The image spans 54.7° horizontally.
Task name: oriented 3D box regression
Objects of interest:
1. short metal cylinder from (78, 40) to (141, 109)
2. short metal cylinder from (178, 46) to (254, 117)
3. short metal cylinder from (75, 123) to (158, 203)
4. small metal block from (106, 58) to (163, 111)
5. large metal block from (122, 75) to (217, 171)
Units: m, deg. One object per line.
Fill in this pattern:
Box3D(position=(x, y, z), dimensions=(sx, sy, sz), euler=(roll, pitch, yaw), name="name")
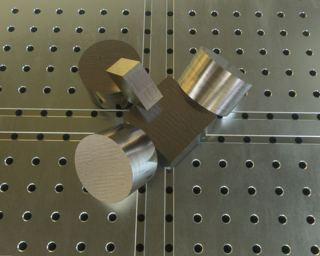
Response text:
Box3D(position=(-0.064, -0.072, 0.421), dimensions=(0.081, 0.050, 0.080), euler=(0, 70, 0), name="short metal cylinder")
Box3D(position=(0.070, -0.059, 0.393), dimensions=(0.080, 0.080, 0.050), euler=(41, 114, 13), name="short metal cylinder")
Box3D(position=(-0.050, 0.039, 0.358), dimensions=(0.080, 0.050, 0.079), euler=(9, 108, 28), name="short metal cylinder")
Box3D(position=(-0.030, -0.052, 0.361), dimensions=(0.025, 0.050, 0.050), euler=(-43, 32, -12), name="small metal block")
Box3D(position=(0.012, -0.005, 0.394), dimensions=(0.080, 0.050, 0.080), euler=(43, 75, 14), name="large metal block")
